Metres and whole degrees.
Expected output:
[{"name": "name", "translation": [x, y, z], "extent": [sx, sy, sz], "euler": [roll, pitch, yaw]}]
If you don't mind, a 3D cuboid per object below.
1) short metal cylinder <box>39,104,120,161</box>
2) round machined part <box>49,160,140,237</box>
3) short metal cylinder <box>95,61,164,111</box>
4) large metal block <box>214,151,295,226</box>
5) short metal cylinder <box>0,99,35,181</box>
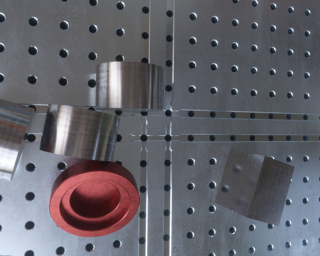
[{"name": "short metal cylinder", "translation": [-0.089, 0.006, 0.351], "extent": [0.081, 0.080, 0.050], "euler": [11, 86, -20]}, {"name": "round machined part", "translation": [-0.076, 0.077, 0.362], "extent": [0.099, 0.042, 0.097], "euler": [-6, 120, -11]}, {"name": "short metal cylinder", "translation": [-0.036, -0.046, 0.370], "extent": [0.081, 0.080, 0.050], "euler": [1, 90, -20]}, {"name": "large metal block", "translation": [0.129, 0.080, 0.431], "extent": [0.050, 0.080, 0.080], "euler": [20, 83, -19]}, {"name": "short metal cylinder", "translation": [-0.169, 0.010, 0.321], "extent": [0.050, 0.080, 0.080], "euler": [18, 84, -19]}]
